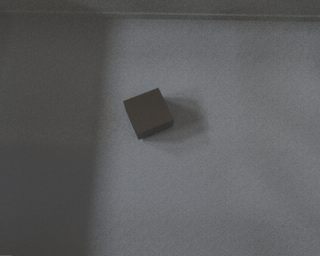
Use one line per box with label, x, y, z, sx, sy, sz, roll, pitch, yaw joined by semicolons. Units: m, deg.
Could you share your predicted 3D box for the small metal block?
small metal block;-0.015;-0.019;0.413;0.050;0.025;0.050;-22;72;-8
